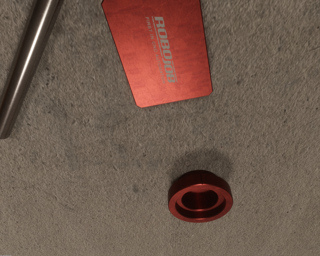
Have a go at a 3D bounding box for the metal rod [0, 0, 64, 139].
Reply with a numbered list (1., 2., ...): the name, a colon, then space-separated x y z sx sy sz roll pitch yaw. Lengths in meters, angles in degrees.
1. metal rod: -0.133 -0.092 0.326 0.025 0.025 0.298 25 126 -20

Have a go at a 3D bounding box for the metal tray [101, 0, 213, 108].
1. metal tray: 0.003 -0.087 0.330 0.090 0.030 0.129 -10 130 8

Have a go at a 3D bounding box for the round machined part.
1. round machined part: 0.061 0.103 0.485 0.099 0.042 0.097 -1 130 0
